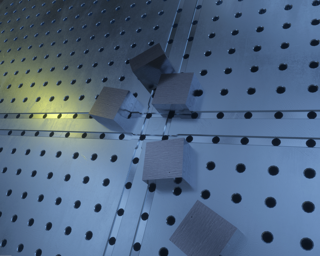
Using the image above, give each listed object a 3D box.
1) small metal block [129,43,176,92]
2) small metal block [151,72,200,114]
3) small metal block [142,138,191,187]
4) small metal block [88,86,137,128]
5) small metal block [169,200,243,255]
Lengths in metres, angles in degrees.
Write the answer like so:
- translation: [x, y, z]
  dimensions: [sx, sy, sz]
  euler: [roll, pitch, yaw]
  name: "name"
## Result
- translation: [-0.009, -0.087, 0.449]
  dimensions: [0.050, 0.050, 0.025]
  euler: [-28, 53, 10]
  name: "small metal block"
- translation: [0.022, -0.048, 0.425]
  dimensions: [0.050, 0.025, 0.050]
  euler: [3, 63, 29]
  name: "small metal block"
- translation: [0.009, 0.042, 0.377]
  dimensions: [0.050, 0.025, 0.050]
  euler: [-8, 58, 23]
  name: "small metal block"
- translation: [-0.070, -0.032, 0.463]
  dimensions: [0.050, 0.025, 0.050]
  euler: [13, 68, 33]
  name: "small metal block"
- translation: [0.047, 0.111, 0.315]
  dimensions: [0.050, 0.025, 0.050]
  euler: [31, 78, 37]
  name: "small metal block"
